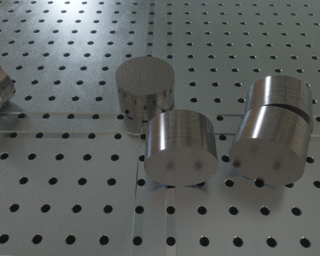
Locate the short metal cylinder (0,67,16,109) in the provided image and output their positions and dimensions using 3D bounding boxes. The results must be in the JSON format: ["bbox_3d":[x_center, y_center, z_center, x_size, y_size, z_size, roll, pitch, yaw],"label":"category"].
[{"bbox_3d":[-0.246,-0.054,0.416,0.080,0.080,0.050,17,52,14],"label":"short metal cylinder"}]

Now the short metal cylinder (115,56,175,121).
[{"bbox_3d":[-0.020,-0.057,0.439,0.081,0.050,0.080,0,50,0],"label":"short metal cylinder"}]

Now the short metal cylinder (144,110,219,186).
[{"bbox_3d":[0.023,0.024,0.351,0.081,0.080,0.050,0,50,0],"label":"short metal cylinder"}]

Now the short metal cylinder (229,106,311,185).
[{"bbox_3d":[0.125,0.021,0.355,0.080,0.080,0.050,19,53,15],"label":"short metal cylinder"}]

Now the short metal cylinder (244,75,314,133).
[{"bbox_3d":[0.147,-0.019,0.389,0.080,0.080,0.050,12,51,10],"label":"short metal cylinder"}]
